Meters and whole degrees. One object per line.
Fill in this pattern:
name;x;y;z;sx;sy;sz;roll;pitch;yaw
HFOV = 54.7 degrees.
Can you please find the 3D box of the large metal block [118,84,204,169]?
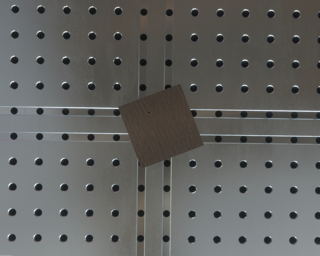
large metal block;0.001;-0.002;0.398;0.080;0.050;0.080;-21;90;-1
